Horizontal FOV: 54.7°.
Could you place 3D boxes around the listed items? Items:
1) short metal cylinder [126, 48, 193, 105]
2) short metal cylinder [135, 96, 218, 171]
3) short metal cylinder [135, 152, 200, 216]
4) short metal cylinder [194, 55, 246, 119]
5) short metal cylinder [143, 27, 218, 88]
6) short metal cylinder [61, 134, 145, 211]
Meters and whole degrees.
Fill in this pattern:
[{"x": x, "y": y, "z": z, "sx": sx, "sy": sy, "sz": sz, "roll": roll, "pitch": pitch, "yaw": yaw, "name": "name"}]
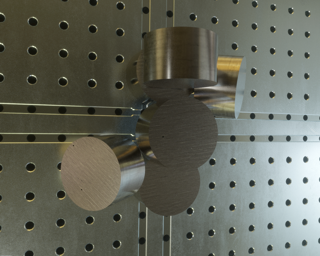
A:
[{"x": 0.002, "y": -0.069, "z": 0.399, "sx": 0.081, "sy": 0.050, "sz": 0.079, "roll": 0, "pitch": 91, "yaw": -20, "name": "short metal cylinder"}, {"x": 0.018, "y": 0.006, "z": 0.352, "sx": 0.081, "sy": 0.050, "sz": 0.079, "roll": 0, "pitch": 90, "yaw": -20, "name": "short metal cylinder"}, {"x": 0.004, "y": 0.067, "z": 0.400, "sx": 0.081, "sy": 0.050, "sz": 0.079, "roll": 0, "pitch": 91, "yaw": -20, "name": "short metal cylinder"}, {"x": 0.080, "y": -0.055, "z": 0.405, "sx": 0.050, "sy": 0.080, "sz": 0.080, "roll": 9, "pitch": 86, "yaw": 21, "name": "short metal cylinder"}, {"x": 0.022, "y": -0.073, "z": 0.337, "sx": 0.081, "sy": 0.080, "sz": 0.050, "roll": 0, "pitch": 90, "yaw": -20, "name": "short metal cylinder"}, {"x": -0.064, "y": 0.048, "z": 0.354, "sx": 0.050, "sy": 0.080, "sz": 0.079, "roll": -4, "pitch": 92, "yaw": -64, "name": "short metal cylinder"}]
